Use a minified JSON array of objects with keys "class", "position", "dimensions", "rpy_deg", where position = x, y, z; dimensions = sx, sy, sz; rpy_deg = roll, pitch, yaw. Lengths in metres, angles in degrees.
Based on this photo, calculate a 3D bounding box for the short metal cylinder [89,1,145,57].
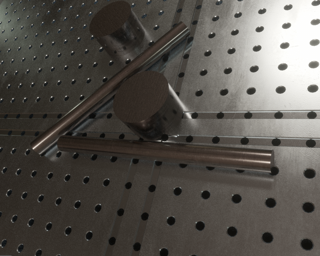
[{"class":"short metal cylinder","position":[-0.073,-0.170,0.533],"dimensions":[0.080,0.050,0.080],"rpy_deg":[-13,56,20]}]

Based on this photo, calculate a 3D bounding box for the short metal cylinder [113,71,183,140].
[{"class":"short metal cylinder","position":[-0.015,-0.030,0.417],"dimensions":[0.080,0.050,0.080],"rpy_deg":[-13,56,20]}]

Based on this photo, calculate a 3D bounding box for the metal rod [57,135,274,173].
[{"class":"metal rod","position":[-0.014,0.029,0.396],"dimensions":[0.300,0.025,0.025],"rpy_deg":[3,63,29]}]

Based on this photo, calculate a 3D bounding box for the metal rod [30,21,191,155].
[{"class":"metal rod","position":[-0.078,-0.062,0.484],"dimensions":[0.300,0.025,0.025],"rpy_deg":[-39,51,1]}]
